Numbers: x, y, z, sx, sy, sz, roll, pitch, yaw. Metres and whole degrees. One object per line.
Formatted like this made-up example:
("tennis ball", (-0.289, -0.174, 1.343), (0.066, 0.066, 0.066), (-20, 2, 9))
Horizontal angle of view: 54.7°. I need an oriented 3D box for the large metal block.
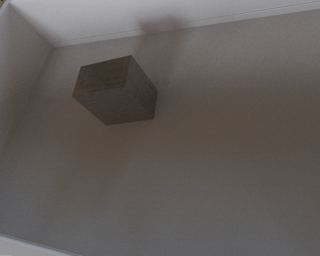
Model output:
("large metal block", (-0.059, -0.048, 0.429), (0.080, 0.080, 0.050), (-7, 59, 24))
